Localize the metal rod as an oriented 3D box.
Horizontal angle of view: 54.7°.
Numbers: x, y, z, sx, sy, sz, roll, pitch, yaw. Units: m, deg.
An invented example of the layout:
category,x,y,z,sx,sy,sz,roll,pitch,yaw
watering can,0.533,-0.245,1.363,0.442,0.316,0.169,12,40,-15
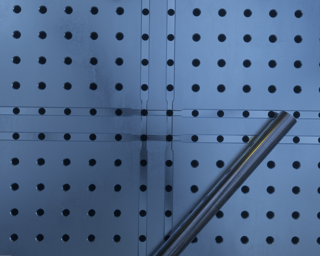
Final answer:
category,x,y,z,sx,sy,sz,roll,pitch,yaw
metal rod,0.073,0.097,0.413,0.025,0.025,0.300,42,90,0
